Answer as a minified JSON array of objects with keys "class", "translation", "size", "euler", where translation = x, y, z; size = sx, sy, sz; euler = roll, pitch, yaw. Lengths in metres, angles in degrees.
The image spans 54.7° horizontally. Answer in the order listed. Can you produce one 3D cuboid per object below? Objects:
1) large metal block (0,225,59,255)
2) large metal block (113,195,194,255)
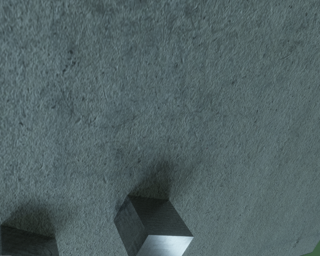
[{"class":"large metal block","translation":[-0.189,0.181,0.399],"size":[0.080,0.050,0.080],"euler":[35,99,-39]},{"class":"large metal block","translation":[-0.011,0.148,0.457],"size":[0.081,0.080,0.050],"euler":[17,110,-35]}]
